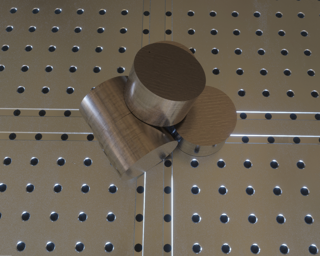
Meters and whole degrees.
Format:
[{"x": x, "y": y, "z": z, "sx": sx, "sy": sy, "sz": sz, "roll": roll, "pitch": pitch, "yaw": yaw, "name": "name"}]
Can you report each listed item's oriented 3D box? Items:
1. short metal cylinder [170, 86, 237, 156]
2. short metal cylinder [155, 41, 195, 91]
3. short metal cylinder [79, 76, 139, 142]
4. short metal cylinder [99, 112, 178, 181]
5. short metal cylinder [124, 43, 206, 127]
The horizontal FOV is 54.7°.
[{"x": 0.054, "y": -0.008, "z": 0.401, "sx": 0.081, "sy": 0.050, "sz": 0.080, "roll": 0, "pitch": 70, "yaw": 0, "name": "short metal cylinder"}, {"x": 0.009, "y": -0.071, "z": 0.423, "sx": 0.081, "sy": 0.050, "sz": 0.080, "roll": 0, "pitch": 70, "yaw": 0, "name": "short metal cylinder"}, {"x": -0.053, "y": -0.020, "z": 0.389, "sx": 0.080, "sy": 0.080, "sz": 0.050, "roll": -32, "pitch": 74, "yaw": -11, "name": "short metal cylinder"}, {"x": -0.026, "y": 0.020, "z": 0.375, "sx": 0.080, "sy": 0.080, "sz": 0.050, "roll": -32, "pitch": 74, "yaw": -11, "name": "short metal cylinder"}, {"x": 0.004, "y": -0.048, "z": 0.348, "sx": 0.081, "sy": 0.050, "sz": 0.080, "roll": 10, "pitch": 56, "yaw": -15, "name": "short metal cylinder"}]
